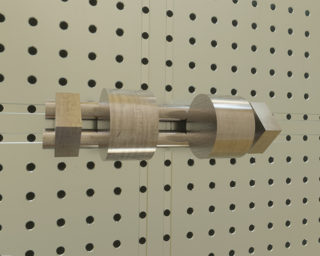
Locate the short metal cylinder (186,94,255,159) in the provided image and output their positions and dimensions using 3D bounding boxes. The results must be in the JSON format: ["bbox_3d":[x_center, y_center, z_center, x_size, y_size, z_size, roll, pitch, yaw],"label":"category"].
[{"bbox_3d":[0.073,-0.002,0.387,0.050,0.080,0.079,1,90,-20],"label":"short metal cylinder"}]

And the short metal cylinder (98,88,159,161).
[{"bbox_3d":[-0.038,-0.003,0.346,0.050,0.080,0.079,1,90,-20],"label":"short metal cylinder"}]

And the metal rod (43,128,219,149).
[{"bbox_3d":[0.005,0.015,0.414,0.302,0.025,0.025,1,90,-20],"label":"metal rod"}]

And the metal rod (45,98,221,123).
[{"bbox_3d":[0.008,-0.020,0.415,0.302,0.025,0.025,1,90,-20],"label":"metal rod"}]

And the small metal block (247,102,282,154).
[{"bbox_3d":[0.132,0.000,0.424,0.025,0.050,0.050,1,49,-20],"label":"small metal block"}]

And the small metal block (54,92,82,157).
[{"bbox_3d":[-0.101,-0.003,0.338,0.025,0.050,0.050,1,48,-20],"label":"small metal block"}]
